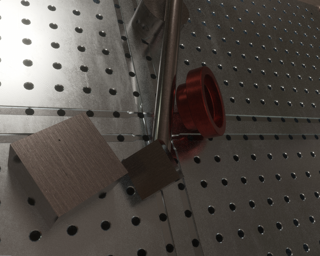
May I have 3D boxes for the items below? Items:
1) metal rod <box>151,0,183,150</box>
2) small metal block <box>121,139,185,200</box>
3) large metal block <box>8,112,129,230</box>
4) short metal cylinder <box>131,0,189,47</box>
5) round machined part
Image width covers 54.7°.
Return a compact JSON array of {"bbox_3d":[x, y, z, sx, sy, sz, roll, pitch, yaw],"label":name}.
[{"bbox_3d":[0.013,-0.094,0.430,0.025,0.025,0.299,13,69,-21],"label":"metal rod"},{"bbox_3d":[-0.008,0.048,0.358,0.050,0.050,0.025,60,9,14],"label":"small metal block"},{"bbox_3d":[-0.094,0.041,0.317,0.081,0.050,0.080,-30,79,-38],"label":"large metal block"},{"bbox_3d":[0.000,-0.180,0.504,0.081,0.050,0.080,14,56,-21],"label":"short metal cylinder"},{"bbox_3d":[0.055,-0.033,0.429,0.098,0.042,0.098,39,45,-52],"label":"round machined part"}]
